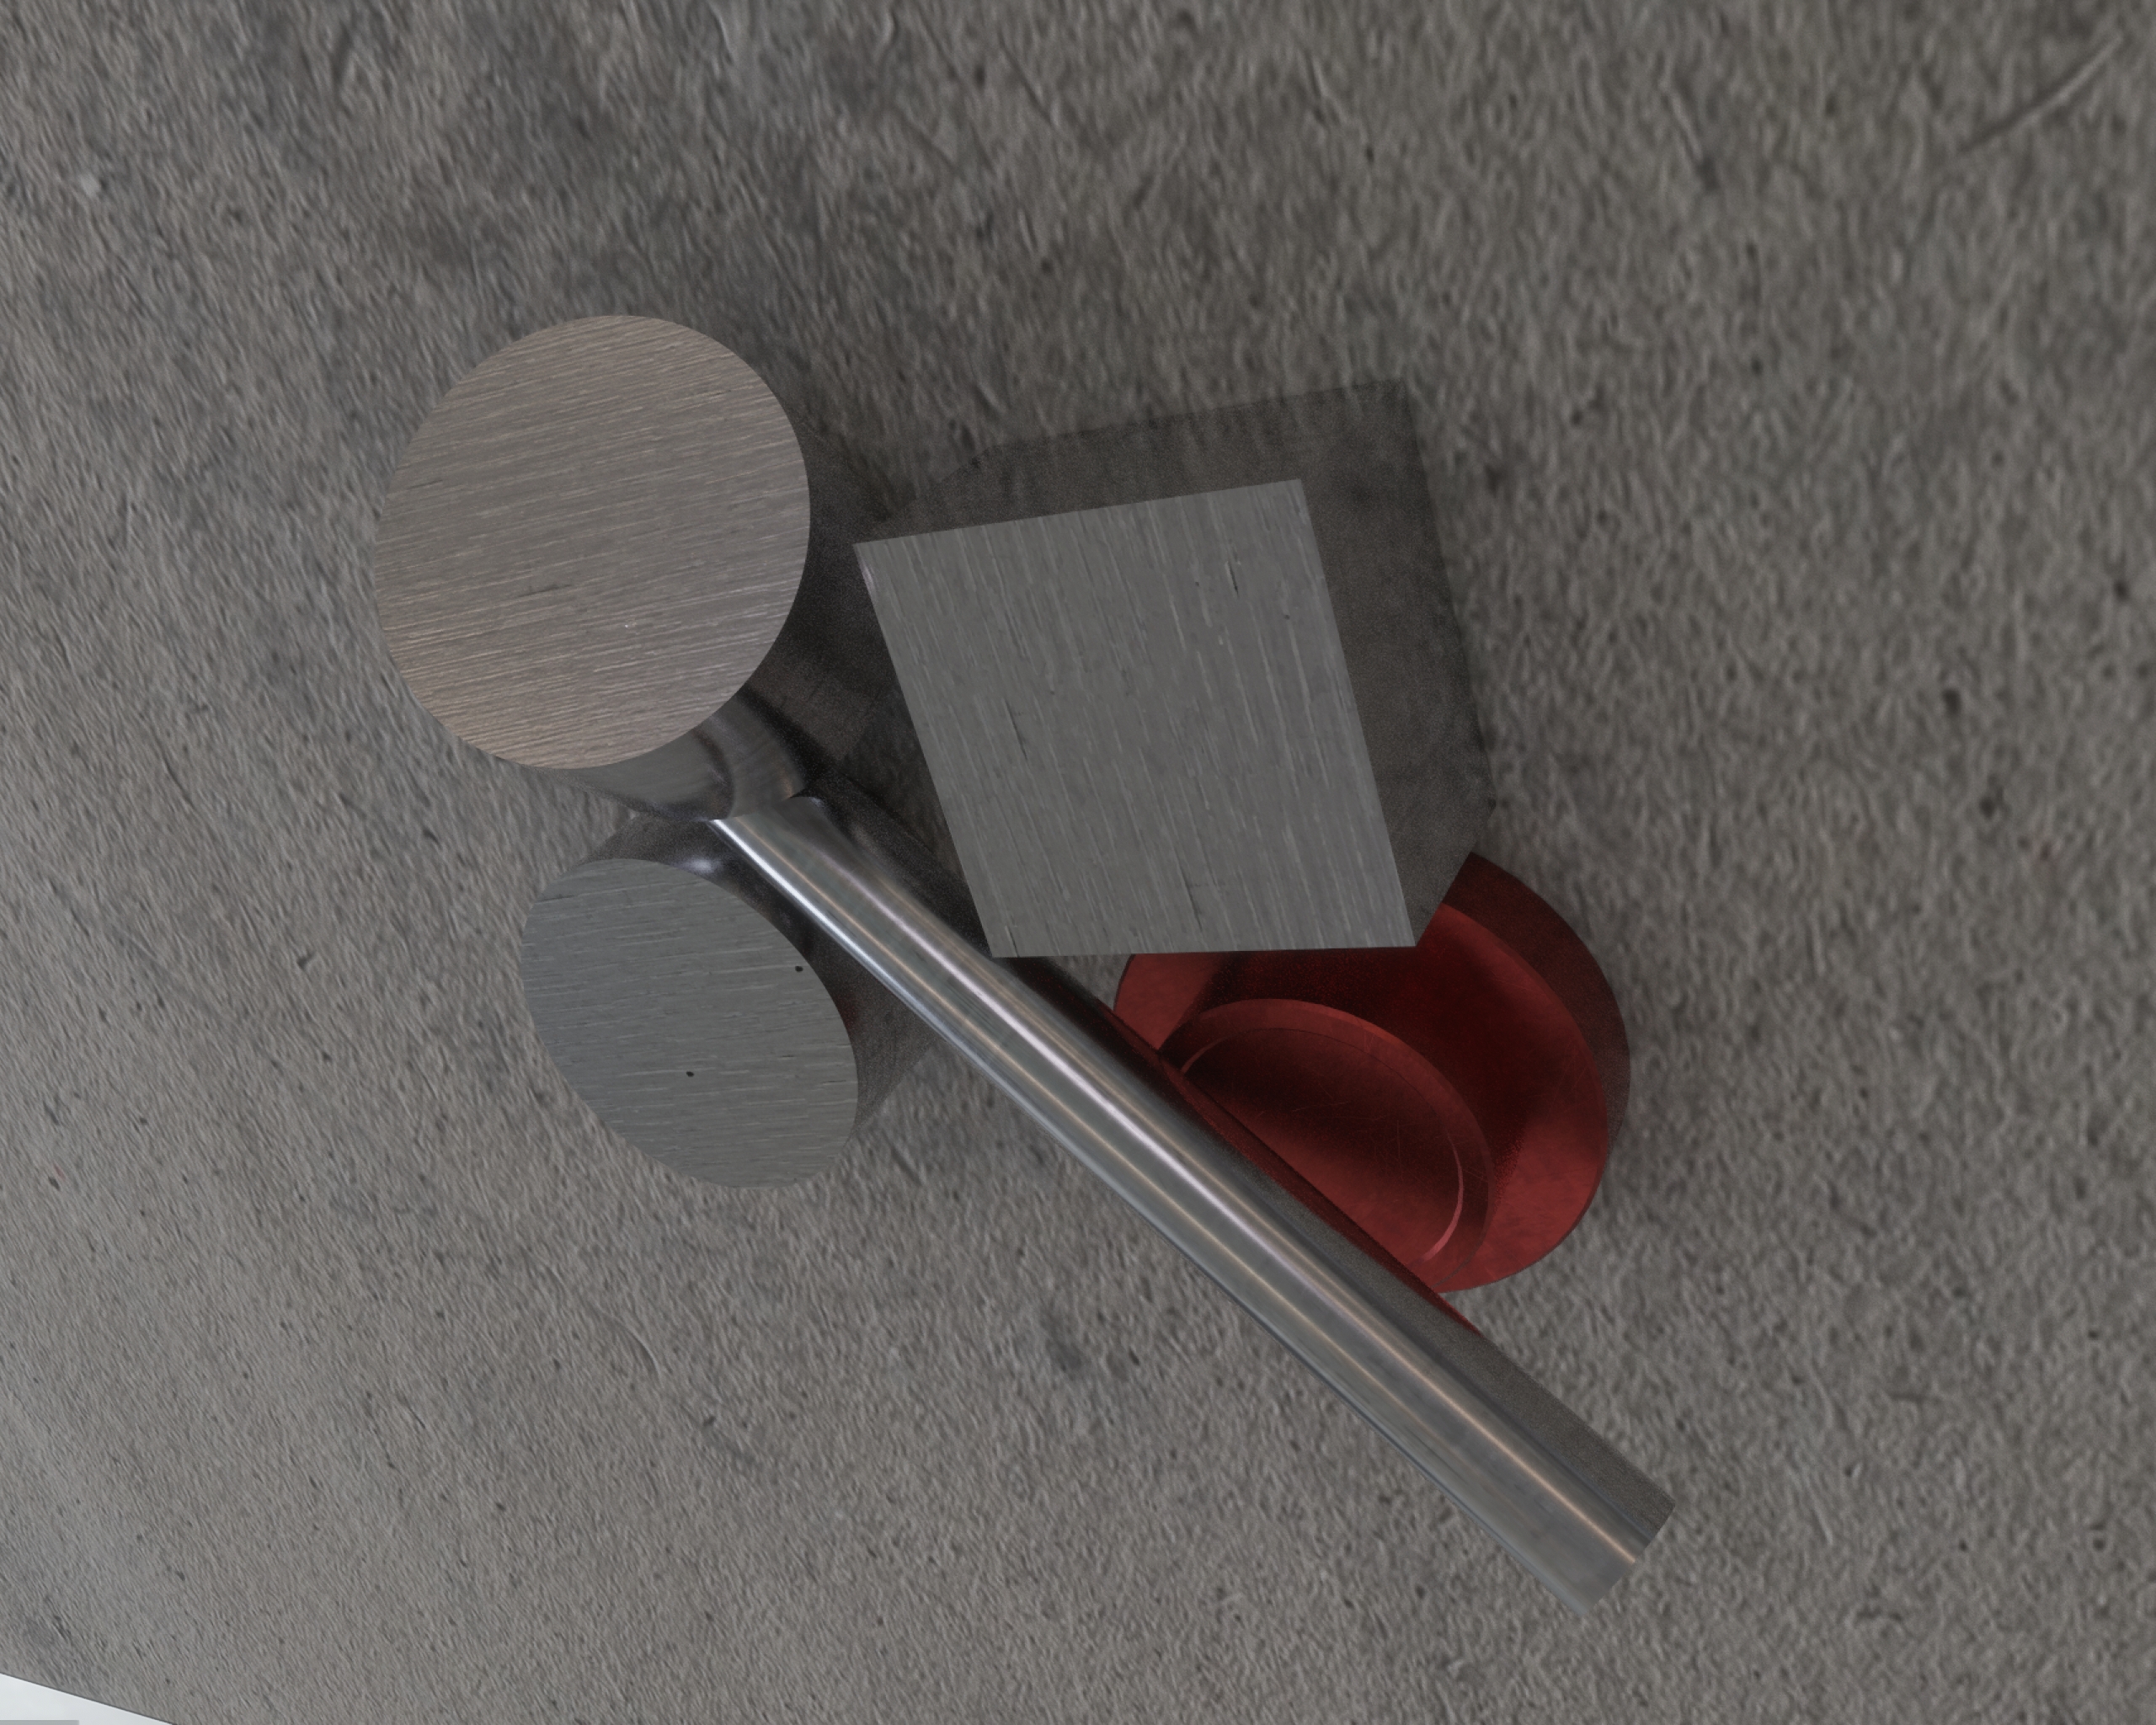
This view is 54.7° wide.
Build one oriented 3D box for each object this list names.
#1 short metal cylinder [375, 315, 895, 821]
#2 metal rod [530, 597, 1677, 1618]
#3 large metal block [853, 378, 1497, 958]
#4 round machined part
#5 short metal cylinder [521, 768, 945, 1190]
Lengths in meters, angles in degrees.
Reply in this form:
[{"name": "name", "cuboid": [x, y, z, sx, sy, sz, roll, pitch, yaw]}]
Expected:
[{"name": "short metal cylinder", "cuboid": [-0.077, -0.051, 0.377, 0.080, 0.050, 0.080, -2, 80, 14]}, {"name": "metal rod", "cuboid": [-0.019, 0.022, 0.388, 0.300, 0.025, 0.025, 40, 130, 17]}, {"name": "large metal block", "cuboid": [0.019, -0.031, 0.360, 0.080, 0.050, 0.080, -3, 117, 29]}, {"name": "round machined part", "cuboid": [0.051, 0.044, 0.397, 0.098, 0.042, 0.097, 13, 124, 21]}, {"name": "short metal cylinder", "cuboid": [-0.069, 0.022, 0.444, 0.080, 0.050, 0.079, 13, 124, 21]}]
